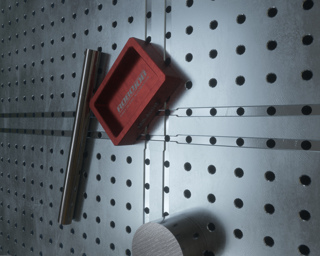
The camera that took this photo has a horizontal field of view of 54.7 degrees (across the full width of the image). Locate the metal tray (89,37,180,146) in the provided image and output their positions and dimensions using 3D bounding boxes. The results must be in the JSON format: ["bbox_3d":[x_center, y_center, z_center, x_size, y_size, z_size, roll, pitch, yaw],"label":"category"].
[{"bbox_3d":[-0.041,-0.049,0.437,0.129,0.030,0.090,-52,60,27],"label":"metal tray"}]

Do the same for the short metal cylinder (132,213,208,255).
[{"bbox_3d":[0.012,0.151,0.382,0.080,0.050,0.079,0,90,39],"label":"short metal cylinder"}]

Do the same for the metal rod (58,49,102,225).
[{"bbox_3d":[-0.136,0.020,0.518,0.025,0.025,0.298,20,102,38],"label":"metal rod"}]
